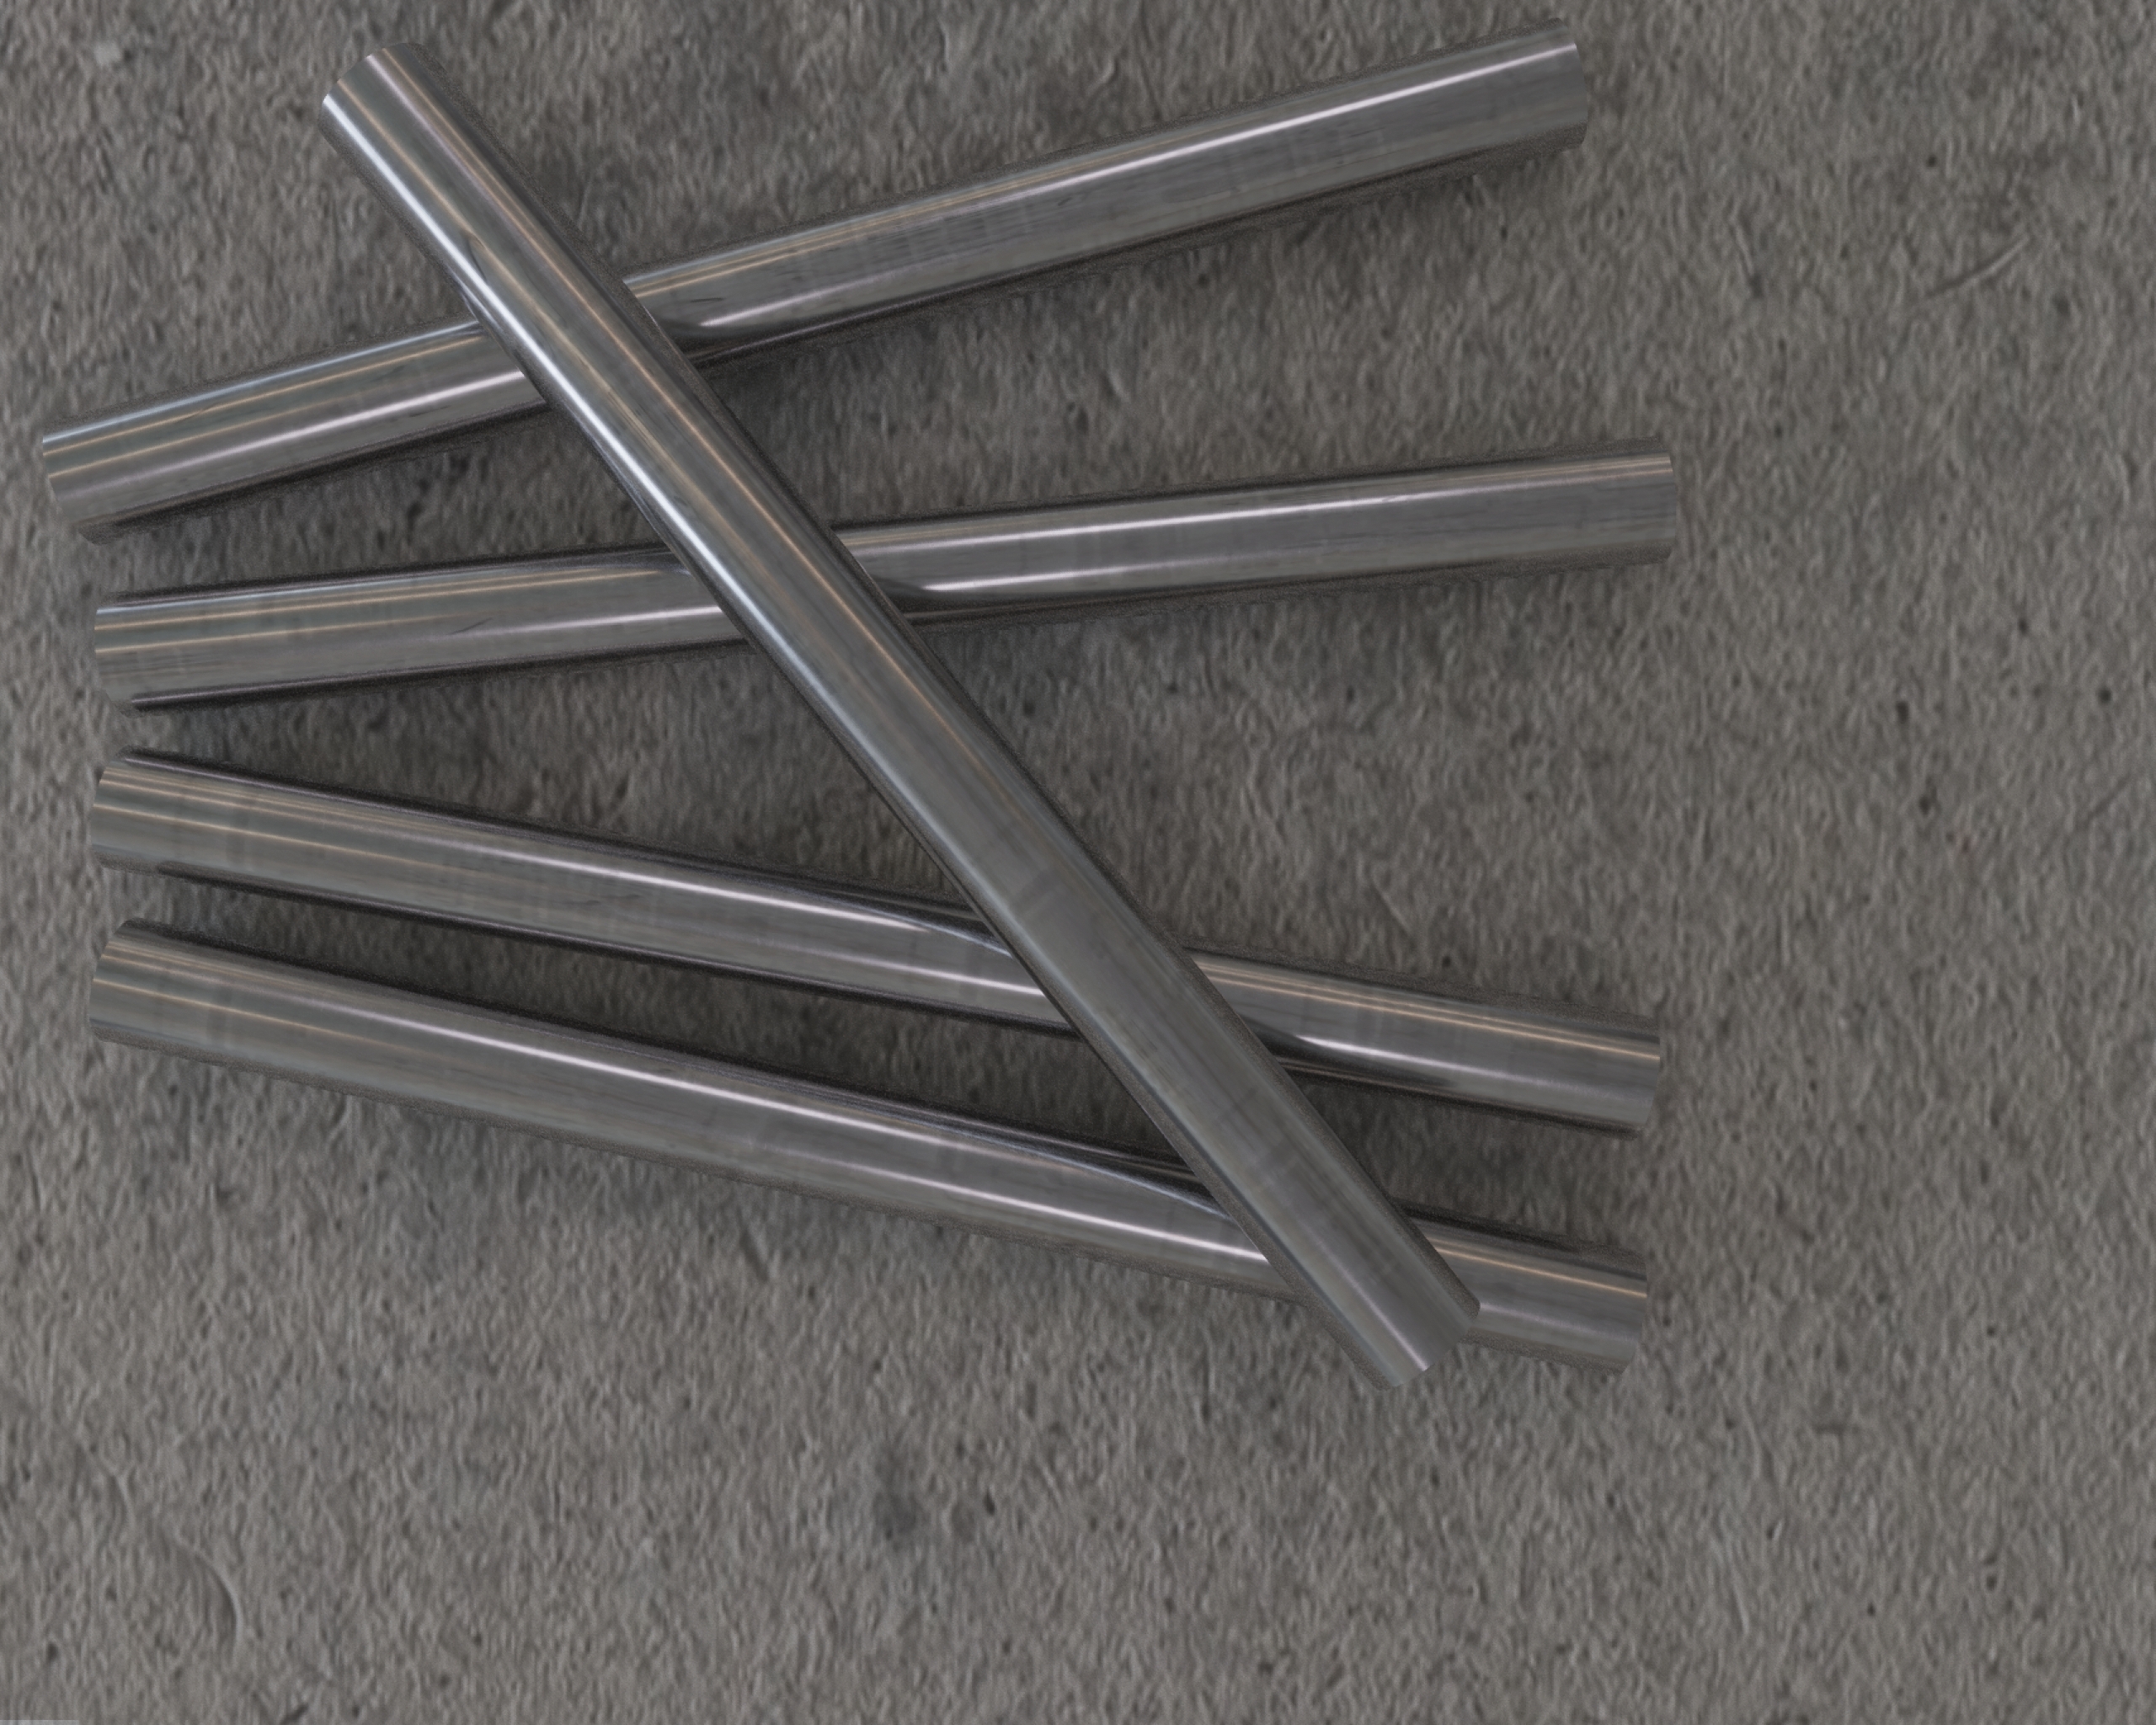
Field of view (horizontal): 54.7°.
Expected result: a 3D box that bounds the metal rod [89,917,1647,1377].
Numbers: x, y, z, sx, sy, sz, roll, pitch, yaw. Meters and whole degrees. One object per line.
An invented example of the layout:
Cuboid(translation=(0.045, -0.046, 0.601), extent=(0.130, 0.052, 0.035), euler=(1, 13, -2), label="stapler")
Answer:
Cuboid(translation=(-0.040, 0.056, 0.409), extent=(0.302, 0.025, 0.025), euler=(13, 90, 0), label="metal rod")

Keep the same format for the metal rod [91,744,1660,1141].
Cuboid(translation=(-0.038, 0.016, 0.409), extent=(0.302, 0.025, 0.025), euler=(10, 90, 0), label="metal rod")

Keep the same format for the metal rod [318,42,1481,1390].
Cuboid(translation=(-0.032, -0.026, 0.383), extent=(0.025, 0.025, 0.300), euler=(-40, 90, 0), label="metal rod")

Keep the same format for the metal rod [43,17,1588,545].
Cuboid(translation=(-0.050, -0.114, 0.409), extent=(0.302, 0.025, 0.025), euler=(-15, 90, 0), label="metal rod")

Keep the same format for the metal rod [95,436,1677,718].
Cuboid(translation=(-0.036, -0.056, 0.409), extent=(0.302, 0.025, 0.025), euler=(-6, 90, 0), label="metal rod")
